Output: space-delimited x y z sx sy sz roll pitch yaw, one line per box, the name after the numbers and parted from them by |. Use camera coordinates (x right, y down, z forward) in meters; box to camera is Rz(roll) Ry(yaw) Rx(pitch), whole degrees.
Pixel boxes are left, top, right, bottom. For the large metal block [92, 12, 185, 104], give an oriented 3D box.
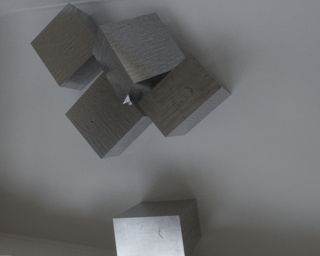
-0.025 -0.087 0.383 0.080 0.081 0.050 59 150 10 | large metal block

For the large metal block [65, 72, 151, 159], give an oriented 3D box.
-0.065 -0.016 0.419 0.080 0.050 0.080 -45 77 14 | large metal block

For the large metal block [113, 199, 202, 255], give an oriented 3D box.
0.000 0.123 0.381 0.080 0.080 0.050 -8 87 19 | large metal block

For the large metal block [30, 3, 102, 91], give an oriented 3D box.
-0.120 -0.111 0.438 0.080 0.050 0.080 -39 78 15 | large metal block

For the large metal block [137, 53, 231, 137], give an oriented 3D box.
0.032 -0.035 0.369 0.080 0.080 0.050 -42 77 15 | large metal block
